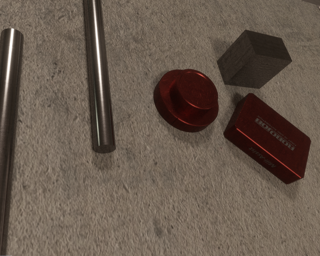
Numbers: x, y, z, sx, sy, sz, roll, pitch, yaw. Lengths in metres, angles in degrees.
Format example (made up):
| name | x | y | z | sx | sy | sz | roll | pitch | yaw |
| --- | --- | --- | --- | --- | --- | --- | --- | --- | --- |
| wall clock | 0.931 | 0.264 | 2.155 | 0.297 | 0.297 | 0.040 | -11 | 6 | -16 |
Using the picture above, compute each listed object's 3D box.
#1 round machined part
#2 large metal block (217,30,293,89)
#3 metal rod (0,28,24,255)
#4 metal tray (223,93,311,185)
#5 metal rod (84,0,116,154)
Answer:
| name | x | y | z | sx | sy | sz | roll | pitch | yaw |
| --- | --- | --- | --- | --- | --- | --- | --- | --- | --- |
| round machined part | 0.044 | -0.046 | 0.446 | 0.099 | 0.042 | 0.098 | 14 | 56 | -21 |
| large metal block | 0.158 | -0.113 | 0.525 | 0.081 | 0.080 | 0.050 | 2 | 61 | -28 |
| metal rod | -0.158 | 0.020 | 0.307 | 0.025 | 0.025 | 0.299 | 5 | 59 | -26 |
| metal tray | 0.171 | 0.015 | 0.486 | 0.130 | 0.030 | 0.090 | 37 | 51 | -4 |
| metal rod | -0.086 | -0.107 | 0.423 | 0.025 | 0.025 | 0.299 | 5 | 60 | -26 |
